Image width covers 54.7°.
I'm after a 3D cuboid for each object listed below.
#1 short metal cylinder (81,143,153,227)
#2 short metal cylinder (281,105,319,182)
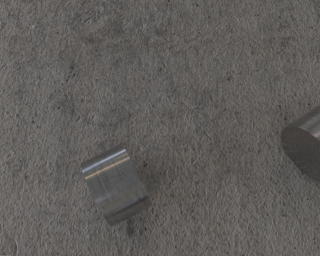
[{"bbox_3d":[-0.049,0.064,0.355,0.050,0.080,0.080,-26,72,-9],"label":"short metal cylinder"},{"bbox_3d":[0.195,0.019,0.373,0.050,0.080,0.080,-32,73,-11],"label":"short metal cylinder"}]
